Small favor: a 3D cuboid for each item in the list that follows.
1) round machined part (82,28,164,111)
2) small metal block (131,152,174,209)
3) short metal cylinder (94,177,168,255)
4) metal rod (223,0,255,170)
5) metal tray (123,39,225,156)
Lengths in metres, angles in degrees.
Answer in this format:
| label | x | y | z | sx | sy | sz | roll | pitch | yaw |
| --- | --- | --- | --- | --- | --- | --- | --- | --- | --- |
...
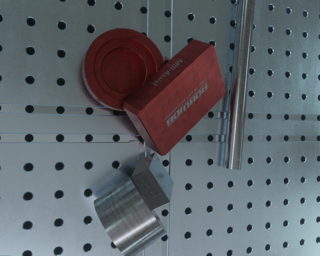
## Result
| label | x | y | z | sx | sy | sz | roll | pitch | yaw |
| --- | --- | --- | --- | --- | --- | --- | --- | --- | --- |
| round machined part | -0.047 | -0.070 | 0.387 | 0.099 | 0.042 | 0.097 | 0 | 90 | -21 |
| small metal block | -0.008 | 0.066 | 0.395 | 0.025 | 0.050 | 0.050 | -28 | 102 | 15 |
| short metal cylinder | -0.035 | 0.105 | 0.368 | 0.050 | 0.080 | 0.080 | -34 | 102 | -6 |
| metal rod | 0.120 | -0.089 | 0.458 | 0.025 | 0.025 | 0.298 | 6 | 88 | -20 |
| metal tray | 0.024 | -0.038 | 0.395 | 0.130 | 0.030 | 0.090 | -45 | 138 | -16 |
